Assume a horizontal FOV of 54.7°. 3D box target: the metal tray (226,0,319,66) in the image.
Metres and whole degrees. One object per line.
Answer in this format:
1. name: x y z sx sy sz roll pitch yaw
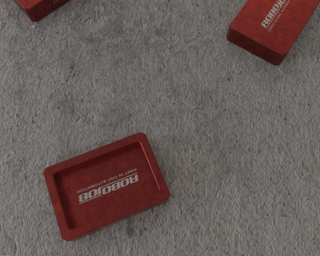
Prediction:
1. metal tray: 0.172 -0.168 0.468 0.090 0.030 0.130 32 73 11

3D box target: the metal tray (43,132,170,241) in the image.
1. metal tray: -0.064 0.070 0.379 0.131 0.030 0.090 -21 71 -8

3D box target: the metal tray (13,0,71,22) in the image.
1. metal tray: -0.175 -0.238 0.490 0.130 0.030 0.090 -40 75 -13
